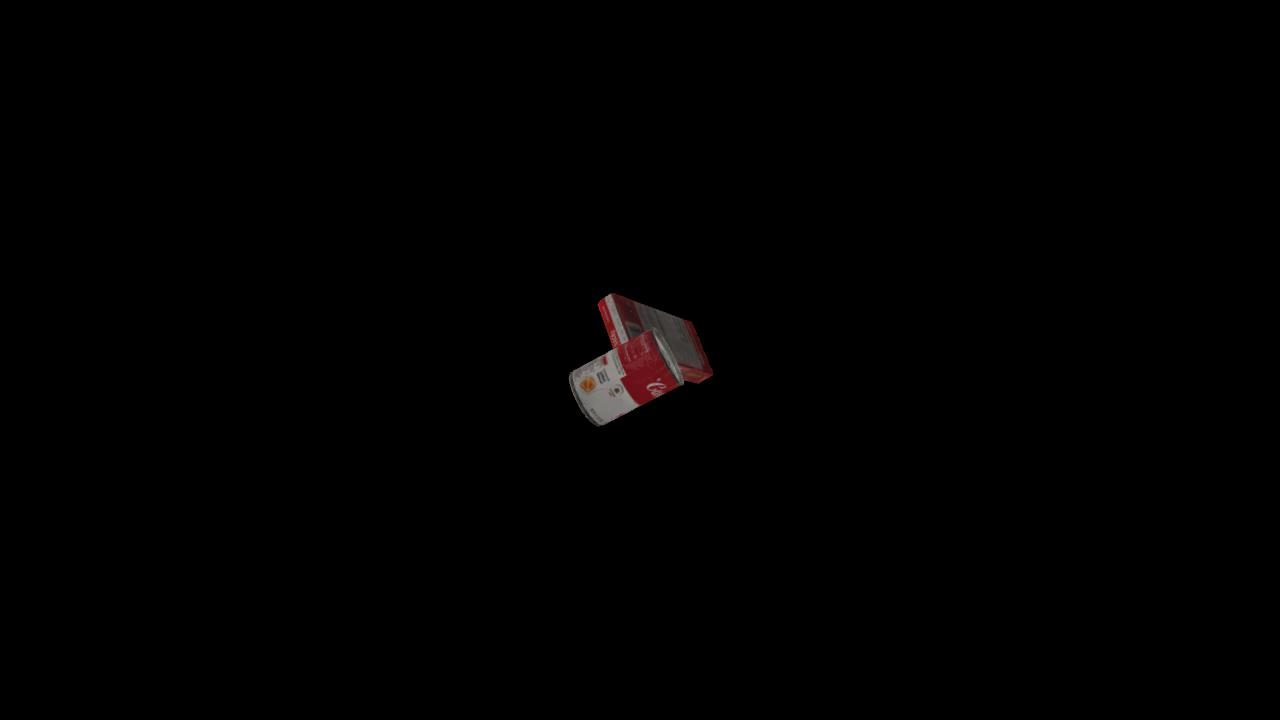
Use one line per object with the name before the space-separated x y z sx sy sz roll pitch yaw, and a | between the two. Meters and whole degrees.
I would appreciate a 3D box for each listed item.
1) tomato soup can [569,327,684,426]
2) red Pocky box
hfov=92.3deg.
tomato soup can | -0.014 0.018 0.635 0.101 0.068 0.068 -28 -5 10
red Pocky box | 0.021 -0.022 0.719 0.028 0.083 0.155 -37 -32 29
